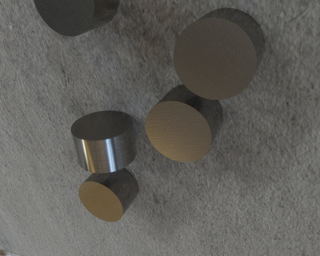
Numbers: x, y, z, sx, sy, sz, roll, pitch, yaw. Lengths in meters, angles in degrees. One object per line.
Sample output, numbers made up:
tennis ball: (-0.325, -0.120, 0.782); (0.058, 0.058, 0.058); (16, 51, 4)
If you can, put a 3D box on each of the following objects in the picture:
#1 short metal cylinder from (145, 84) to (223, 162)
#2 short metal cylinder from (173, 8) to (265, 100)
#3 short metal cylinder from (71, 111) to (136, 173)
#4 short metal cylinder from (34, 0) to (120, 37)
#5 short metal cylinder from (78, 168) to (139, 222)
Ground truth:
short metal cylinder: (0.030, -0.006, 0.370); (0.080, 0.050, 0.079); (13, 124, 20)
short metal cylinder: (0.060, -0.075, 0.312); (0.080, 0.050, 0.079); (13, 124, 20)
short metal cylinder: (-0.075, 0.017, 0.419); (0.080, 0.080, 0.050); (10, 123, 22)
short metal cylinder: (-0.093, -0.149, 0.346); (0.080, 0.050, 0.079); (13, 124, 20)
short metal cylinder: (-0.081, 0.102, 0.495); (0.080, 0.050, 0.079); (13, 124, 20)
